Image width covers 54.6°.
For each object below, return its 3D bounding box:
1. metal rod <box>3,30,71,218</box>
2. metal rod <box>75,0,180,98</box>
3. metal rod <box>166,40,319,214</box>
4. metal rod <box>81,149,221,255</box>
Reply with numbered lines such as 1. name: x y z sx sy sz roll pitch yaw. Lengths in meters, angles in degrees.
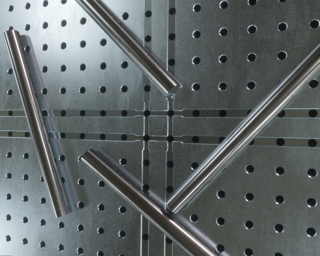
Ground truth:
1. metal rod: -0.192 -0.010 0.481 0.025 0.025 0.299 -21 83 19
2. metal rod: -0.080 -0.157 0.441 0.025 0.025 0.300 -46 76 14
3. metal rod: 0.114 -0.006 0.372 0.025 0.025 0.299 45 104 14
4. metal rod: 0.010 0.126 0.409 0.300 0.025 0.025 37 102 16
